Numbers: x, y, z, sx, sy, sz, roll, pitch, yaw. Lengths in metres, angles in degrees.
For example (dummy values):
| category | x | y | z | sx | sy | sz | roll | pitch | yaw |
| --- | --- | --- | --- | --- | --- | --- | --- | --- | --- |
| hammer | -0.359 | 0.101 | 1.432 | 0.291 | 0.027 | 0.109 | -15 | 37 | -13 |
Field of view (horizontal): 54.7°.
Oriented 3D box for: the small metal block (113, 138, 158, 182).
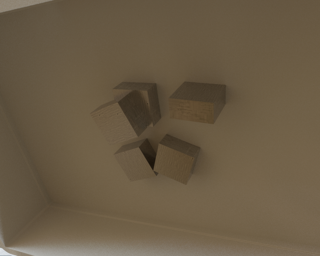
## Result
| category | x | y | z | sx | sy | sz | roll | pitch | yaw |
| --- | --- | --- | --- | --- | --- | --- | --- | --- | --- |
| small metal block | -0.031 | 0.048 | 0.453 | 0.050 | 0.025 | 0.050 | -18 | 109 | 35 |

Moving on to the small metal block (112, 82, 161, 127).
| category | x | y | z | sx | sy | sz | roll | pitch | yaw |
| --- | --- | --- | --- | --- | --- | --- | --- | --- | --- |
| small metal block | -0.029 | -0.031 | 0.403 | 0.050 | 0.025 | 0.050 | 6 | 121 | 25 |

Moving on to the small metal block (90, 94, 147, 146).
| category | x | y | z | sx | sy | sz | roll | pitch | yaw |
| --- | --- | --- | --- | --- | --- | --- | --- | --- | --- |
| small metal block | -0.053 | -0.010 | 0.397 | 0.050 | 0.025 | 0.050 | -17 | 110 | 35 |

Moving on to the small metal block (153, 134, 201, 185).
| category | x | y | z | sx | sy | sz | roll | pitch | yaw |
| --- | --- | --- | --- | --- | --- | --- | --- | --- | --- |
| small metal block | 0.022 | 0.043 | 0.422 | 0.050 | 0.025 | 0.050 | 22 | 127 | 14 |

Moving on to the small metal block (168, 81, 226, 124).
| category | x | y | z | sx | sy | sz | roll | pitch | yaw |
| --- | --- | --- | --- | --- | --- | --- | --- | --- | --- |
| small metal block | 0.043 | -0.030 | 0.350 | 0.050 | 0.050 | 0.025 | 9 | 122 | 23 |
